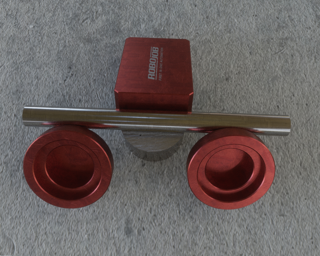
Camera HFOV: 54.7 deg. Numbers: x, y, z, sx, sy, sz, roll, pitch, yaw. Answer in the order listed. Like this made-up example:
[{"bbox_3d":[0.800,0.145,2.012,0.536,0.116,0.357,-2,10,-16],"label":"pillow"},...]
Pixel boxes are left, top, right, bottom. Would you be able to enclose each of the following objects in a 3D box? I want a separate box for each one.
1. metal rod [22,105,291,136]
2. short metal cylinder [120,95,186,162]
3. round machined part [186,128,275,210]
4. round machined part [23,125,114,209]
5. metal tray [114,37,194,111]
[{"bbox_3d":[-0.004,-0.008,0.360,0.302,0.025,0.025,2,70,0],"label":"metal rod"},{"bbox_3d":[-0.008,-0.001,0.397,0.081,0.050,0.080,0,70,0],"label":"short metal cylinder"},{"bbox_3d":[0.080,0.044,0.367,0.099,0.042,0.097,0,113,0],"label":"round machined part"},{"bbox_3d":[-0.104,0.042,0.367,0.099,0.042,0.097,0,108,-1],"label":"round machined part"},{"bbox_3d":[-0.005,-0.073,0.405,0.091,0.030,0.130,2,44,0],"label":"metal tray"}]
